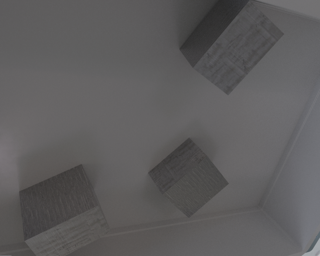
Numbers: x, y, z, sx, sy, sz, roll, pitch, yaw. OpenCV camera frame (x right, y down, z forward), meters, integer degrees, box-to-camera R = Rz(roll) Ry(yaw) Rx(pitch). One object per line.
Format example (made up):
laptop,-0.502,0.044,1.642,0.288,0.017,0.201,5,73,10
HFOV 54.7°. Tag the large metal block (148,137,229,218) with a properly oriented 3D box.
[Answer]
large metal block,0.043,0.075,0.462,0.080,0.050,0.080,-41,130,0

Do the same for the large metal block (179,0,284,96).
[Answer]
large metal block,0.073,-0.094,0.340,0.050,0.080,0.080,34,108,-22

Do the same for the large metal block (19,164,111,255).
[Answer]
large metal block,-0.115,0.100,0.372,0.081,0.080,0.050,-24,127,-14
